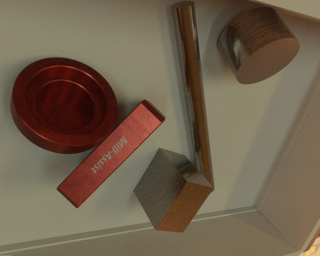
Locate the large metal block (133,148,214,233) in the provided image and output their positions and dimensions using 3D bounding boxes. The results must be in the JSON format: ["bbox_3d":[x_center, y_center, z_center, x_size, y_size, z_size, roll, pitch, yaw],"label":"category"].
[{"bbox_3d":[0.016,0.087,0.437,0.050,0.080,0.080,20,108,-36],"label":"large metal block"}]

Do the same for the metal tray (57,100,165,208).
[{"bbox_3d":[-0.050,0.025,0.356,0.030,0.090,0.130,45,93,-2],"label":"metal tray"}]

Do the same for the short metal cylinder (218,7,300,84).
[{"bbox_3d":[0.119,-0.098,0.378,0.081,0.050,0.080,-18,155,-9],"label":"short metal cylinder"}]

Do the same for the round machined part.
[{"bbox_3d":[-0.096,-0.019,0.311,0.099,0.098,0.042,4,152,-31],"label":"round machined part"}]

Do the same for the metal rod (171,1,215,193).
[{"bbox_3d":[0.052,-0.018,0.427,0.025,0.025,0.298,-24,127,-14],"label":"metal rod"}]
